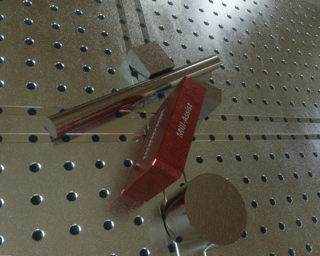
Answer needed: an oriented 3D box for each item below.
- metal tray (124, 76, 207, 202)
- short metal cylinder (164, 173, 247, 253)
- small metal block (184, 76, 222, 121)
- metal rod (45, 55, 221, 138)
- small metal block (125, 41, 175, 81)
[{"bbox_3d":[0.007,0.012,0.362,0.030,0.090,0.130,29,52,-10],"label":"metal tray"},{"bbox_3d":[0.052,0.099,0.360,0.081,0.050,0.080,14,56,-21],"label":"short metal cylinder"},{"bbox_3d":[0.053,-0.041,0.446,0.050,0.050,0.025,21,54,-16],"label":"small metal block"},{"bbox_3d":[-0.014,-0.056,0.434,0.302,0.025,0.025,-28,77,-37],"label":"metal rod"},{"bbox_3d":[-0.015,-0.097,0.459,0.050,0.025,0.050,-28,76,-37],"label":"small metal block"}]
